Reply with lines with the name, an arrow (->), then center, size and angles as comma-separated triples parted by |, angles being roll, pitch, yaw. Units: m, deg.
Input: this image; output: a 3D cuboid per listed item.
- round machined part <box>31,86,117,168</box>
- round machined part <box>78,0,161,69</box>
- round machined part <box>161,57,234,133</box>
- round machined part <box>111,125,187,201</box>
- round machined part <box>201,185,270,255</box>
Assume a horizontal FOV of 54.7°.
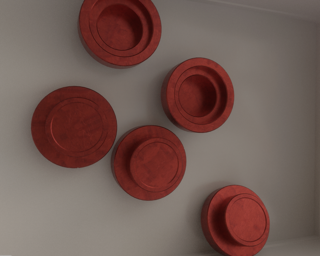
round machined part -> -0.099, -0.001, 0.365 | 0.099, 0.042, 0.097 | 0, 90, -20
round machined part -> -0.051, -0.121, 0.382 | 0.099, 0.042, 0.097 | 0, 90, -20
round machined part -> 0.047, -0.043, 0.419 | 0.099, 0.042, 0.097 | 0, 90, -20
round machined part -> -0.010, 0.045, 0.398 | 0.099, 0.042, 0.097 | 0, 90, -20
round machined part -> 0.110, 0.127, 0.426 | 0.099, 0.042, 0.098 | 7, 69, -17
